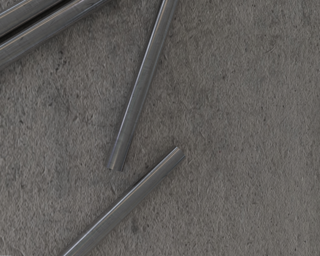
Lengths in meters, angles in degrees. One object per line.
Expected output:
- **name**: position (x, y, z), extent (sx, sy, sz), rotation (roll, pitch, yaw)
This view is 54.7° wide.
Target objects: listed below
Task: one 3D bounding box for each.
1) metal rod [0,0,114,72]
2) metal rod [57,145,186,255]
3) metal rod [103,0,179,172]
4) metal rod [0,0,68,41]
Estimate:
- **metal rod**: position (-0.103, -0.139, 0.370), extent (0.301, 0.025, 0.025), rotation (-39, 103, -16)
- **metal rod**: position (-0.081, 0.130, 0.379), extent (0.301, 0.025, 0.025), rotation (-43, 104, -15)
- **metal rod**: position (-0.013, -0.090, 0.403), extent (0.025, 0.025, 0.299), rotation (20, 83, -19)
- **metal rod**: position (-0.097, -0.178, 0.372), extent (0.301, 0.025, 0.025), rotation (-39, 103, -16)
